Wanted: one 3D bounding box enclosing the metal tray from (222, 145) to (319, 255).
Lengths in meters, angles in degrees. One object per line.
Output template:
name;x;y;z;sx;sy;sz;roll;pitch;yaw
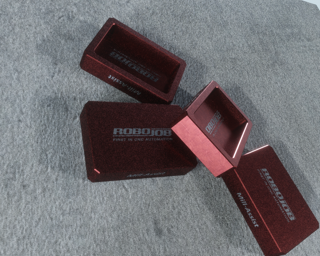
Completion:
metal tray;0.149;0.095;0.425;0.091;0.030;0.130;-15;70;-35

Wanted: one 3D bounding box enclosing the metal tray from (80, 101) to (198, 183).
metal tray;-0.025;0.015;0.379;0.131;0.030;0.090;0;62;-28

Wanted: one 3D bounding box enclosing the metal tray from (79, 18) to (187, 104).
metal tray;-0.034;-0.090;0.438;0.131;0.030;0.090;29;52;-10

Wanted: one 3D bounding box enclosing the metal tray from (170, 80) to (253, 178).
metal tray;0.075;-0.005;0.417;0.090;0.030;0.131;48;35;-3
